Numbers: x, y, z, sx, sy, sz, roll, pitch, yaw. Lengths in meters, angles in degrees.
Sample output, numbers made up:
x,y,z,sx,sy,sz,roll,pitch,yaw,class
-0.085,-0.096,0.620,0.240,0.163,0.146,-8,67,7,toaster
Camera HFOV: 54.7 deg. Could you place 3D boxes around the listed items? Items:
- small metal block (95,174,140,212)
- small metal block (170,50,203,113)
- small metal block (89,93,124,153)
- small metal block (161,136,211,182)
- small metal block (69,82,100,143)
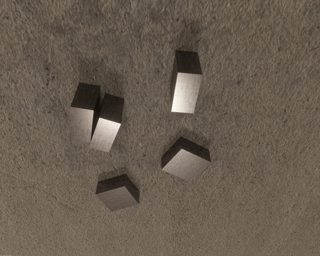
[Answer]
x,y,z,sx,sy,sz,roll,pitch,yaw,class
-0.067,0.104,0.495,0.050,0.025,0.050,-18,128,14,small metal block
0.028,-0.052,0.347,0.025,0.050,0.050,5,130,-4,small metal block
-0.066,-0.007,0.384,0.025,0.050,0.050,17,128,-14,small metal block
0.037,0.046,0.447,0.050,0.025,0.050,26,125,-21,small metal block
-0.091,-0.019,0.373,0.025,0.050,0.050,9,130,-8,small metal block
